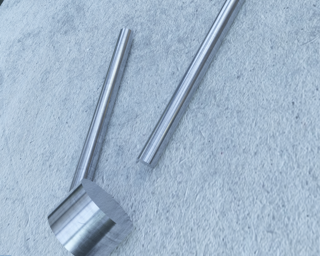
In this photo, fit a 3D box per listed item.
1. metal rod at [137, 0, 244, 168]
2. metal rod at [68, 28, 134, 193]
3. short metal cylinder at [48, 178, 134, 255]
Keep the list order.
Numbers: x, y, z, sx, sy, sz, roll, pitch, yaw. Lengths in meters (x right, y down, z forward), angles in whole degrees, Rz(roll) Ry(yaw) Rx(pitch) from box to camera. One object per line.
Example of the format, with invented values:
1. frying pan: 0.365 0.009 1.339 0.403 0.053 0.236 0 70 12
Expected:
1. metal rod: 0.052 -0.082 0.427 0.025 0.025 0.300 18 71 35
2. metal rod: -0.084 -0.031 0.467 0.025 0.025 0.300 -3 60 27
3. short metal cylinder: -0.076 0.103 0.346 0.050 0.080 0.080 -46 51 -3
